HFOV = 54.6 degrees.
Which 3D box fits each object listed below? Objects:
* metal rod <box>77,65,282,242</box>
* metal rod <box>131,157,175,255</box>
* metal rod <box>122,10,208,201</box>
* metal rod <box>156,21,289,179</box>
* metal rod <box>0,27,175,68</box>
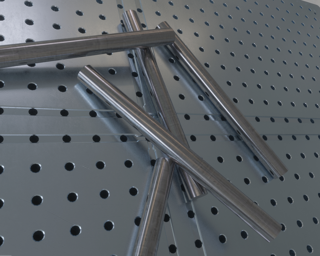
[{"bbox_3d":[0.016,0.024,0.375,0.300,0.025,0.025,40,51,9],"label":"metal rod"},{"bbox_3d":[-0.024,0.161,0.296,0.025,0.025,0.300,25,53,-13],"label":"metal rod"},{"bbox_3d":[0.000,-0.046,0.435,0.025,0.025,0.299,-7,65,-31],"label":"metal rod"},{"bbox_3d":[0.091,-0.049,0.485,0.025,0.025,0.300,-31,79,-38],"label":"metal rod"},{"bbox_3d":[-0.112,-0.100,0.389,0.302,0.025,0.025,-16,70,-28],"label":"metal rod"}]
